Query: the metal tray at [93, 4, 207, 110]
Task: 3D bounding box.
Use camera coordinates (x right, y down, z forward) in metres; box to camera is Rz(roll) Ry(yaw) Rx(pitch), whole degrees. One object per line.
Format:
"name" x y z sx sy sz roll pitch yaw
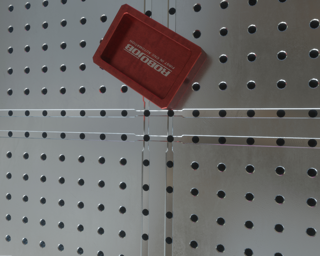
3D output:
"metal tray" -0.016 -0.095 0.416 0.130 0.030 0.090 35 101 16
